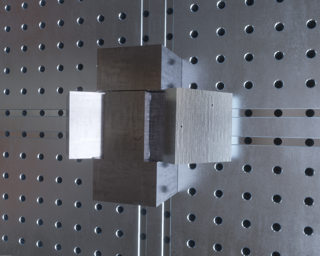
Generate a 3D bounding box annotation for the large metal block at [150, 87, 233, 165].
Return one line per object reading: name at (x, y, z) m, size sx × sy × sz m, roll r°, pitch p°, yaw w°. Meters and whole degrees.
large metal block at (0.037, -0.002, 0.361) m, size 0.050 × 0.081 × 0.079 m, roll 1°, pitch 90°, yaw 57°

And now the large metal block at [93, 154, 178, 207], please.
large metal block at (-0.028, 0.061, 0.391) m, size 0.080 × 0.080 × 0.050 m, roll 1°, pitch 91°, yaw 19°

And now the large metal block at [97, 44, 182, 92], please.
large metal block at (-0.023, -0.068, 0.389) m, size 0.080 × 0.080 × 0.050 m, roll 1°, pitch 91°, yaw 19°

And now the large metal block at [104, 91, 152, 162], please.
large metal block at (-0.027, -0.002, 0.391) m, size 0.050 × 0.080 × 0.079 m, roll 1°, pitch 91°, yaw 20°

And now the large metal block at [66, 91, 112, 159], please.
large metal block at (-0.096, -0.004, 0.409) m, size 0.050 × 0.080 × 0.079 m, roll 0°, pitch 91°, yaw -20°
